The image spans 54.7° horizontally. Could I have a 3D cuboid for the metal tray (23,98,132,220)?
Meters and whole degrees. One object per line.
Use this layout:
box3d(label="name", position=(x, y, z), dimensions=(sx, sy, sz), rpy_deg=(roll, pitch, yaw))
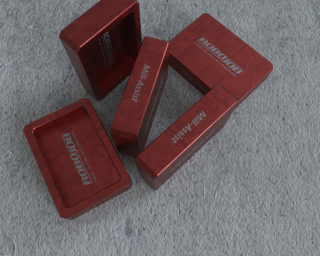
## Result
box3d(label="metal tray", position=(-0.103, 0.037, 0.392), dimensions=(0.090, 0.030, 0.130), rpy_deg=(-27, 73, -10))

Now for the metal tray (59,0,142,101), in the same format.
box3d(label="metal tray", position=(-0.065, -0.097, 0.388), dimensions=(0.030, 0.130, 0.090), rpy_deg=(42, 75, 13))

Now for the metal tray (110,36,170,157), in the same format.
box3d(label="metal tray", position=(-0.021, -0.035, 0.387), dimensions=(0.030, 0.090, 0.130), rpy_deg=(16, 71, 5))

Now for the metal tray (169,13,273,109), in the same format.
box3d(label="metal tray", position=(0.081, -0.094, 0.442), dimensions=(0.090, 0.030, 0.130), rpy_deg=(-43, 76, -14))

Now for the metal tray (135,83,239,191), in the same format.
box3d(label="metal tray", position=(0.031, 0.014, 0.370), dimensions=(0.130, 0.090, 0.030), rpy_deg=(-42, 76, -14))
